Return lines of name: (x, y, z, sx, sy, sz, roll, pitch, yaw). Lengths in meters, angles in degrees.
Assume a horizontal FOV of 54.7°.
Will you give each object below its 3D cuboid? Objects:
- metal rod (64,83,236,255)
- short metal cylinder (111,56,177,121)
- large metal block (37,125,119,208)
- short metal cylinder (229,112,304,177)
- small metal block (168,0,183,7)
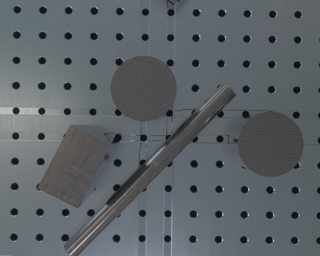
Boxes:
metal rod: (-0.013, 0.056, 0.413, 0.025, 0.025, 0.300, 44, 90, 0)
short metal cylinder: (-0.020, -0.048, 0.401, 0.081, 0.050, 0.079, 0, 90, 0)
large metal block: (-0.096, 0.043, 0.385, 0.050, 0.080, 0.080, 27, 90, 0)
short metal cylinder: (0.135, 0.020, 0.402, 0.081, 0.050, 0.079, 0, 90, 0)
small metal block: (0.018, -0.201, 0.413, 0.050, 0.025, 0.050, 32, 90, 0)
